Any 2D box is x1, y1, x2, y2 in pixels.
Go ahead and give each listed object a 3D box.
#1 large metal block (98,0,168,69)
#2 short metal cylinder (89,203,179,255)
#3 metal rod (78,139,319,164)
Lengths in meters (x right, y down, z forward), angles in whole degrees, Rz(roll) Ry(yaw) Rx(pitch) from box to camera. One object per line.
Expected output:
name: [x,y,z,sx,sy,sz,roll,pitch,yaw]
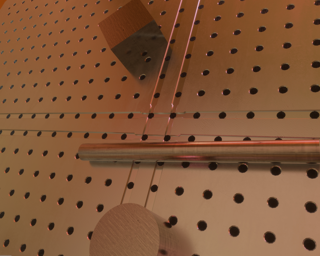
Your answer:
large metal block: [-0.046,-0.158,0.514,0.080,0.050,0.080,-33,52,7]
short metal cylinder: [-0.026,0.126,0.329,0.080,0.050,0.080,-13,56,21]
metal rod: [0.025,0.029,0.376,0.300,0.025,0.025,-2,61,27]
